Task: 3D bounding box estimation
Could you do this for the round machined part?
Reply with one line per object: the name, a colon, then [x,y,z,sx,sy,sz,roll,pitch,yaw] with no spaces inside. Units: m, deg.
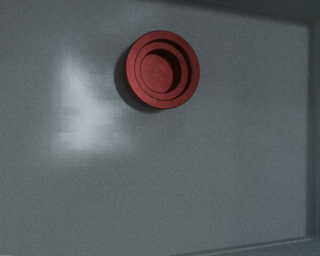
round machined part: [-0.002,-0.072,0.402,0.099,0.042,0.097,0,90,-21]
